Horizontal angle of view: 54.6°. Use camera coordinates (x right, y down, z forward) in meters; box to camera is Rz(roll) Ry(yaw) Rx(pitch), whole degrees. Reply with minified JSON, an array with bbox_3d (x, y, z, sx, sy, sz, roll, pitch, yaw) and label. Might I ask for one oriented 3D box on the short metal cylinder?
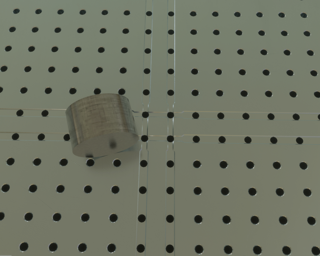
[{"bbox_3d":[-0.071,-0.001,0.383,0.080,0.080,0.050,-14,71,-5],"label":"short metal cylinder"}]
